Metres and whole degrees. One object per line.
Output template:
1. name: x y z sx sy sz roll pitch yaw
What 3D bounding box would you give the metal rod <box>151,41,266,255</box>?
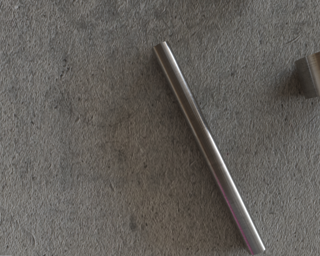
1. metal rod: 0.064 0.026 0.410 0.025 0.025 0.299 -26 90 0

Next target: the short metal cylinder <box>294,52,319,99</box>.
1. short metal cylinder: 0.216 -0.071 0.384 0.080 0.080 0.050 -16 90 0
